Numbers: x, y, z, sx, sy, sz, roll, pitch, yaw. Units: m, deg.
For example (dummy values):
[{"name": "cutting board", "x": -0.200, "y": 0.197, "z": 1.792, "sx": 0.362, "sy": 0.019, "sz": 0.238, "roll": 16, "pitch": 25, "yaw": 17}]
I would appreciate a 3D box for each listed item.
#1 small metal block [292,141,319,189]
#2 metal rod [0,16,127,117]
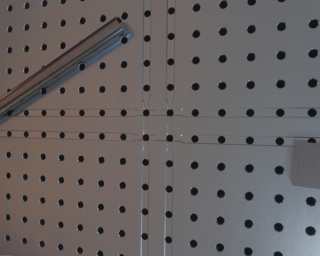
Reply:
[{"name": "small metal block", "x": 0.178, "y": 0.042, "z": 0.350, "sx": 0.050, "sy": 0.025, "sz": 0.050, "roll": 5, "pitch": 92, "yaw": 19}, {"name": "metal rod", "x": -0.180, "y": -0.077, "z": 0.475, "sx": 0.300, "sy": 0.025, "sz": 0.025, "roll": -28, "pitch": 81, "yaw": 17}]
